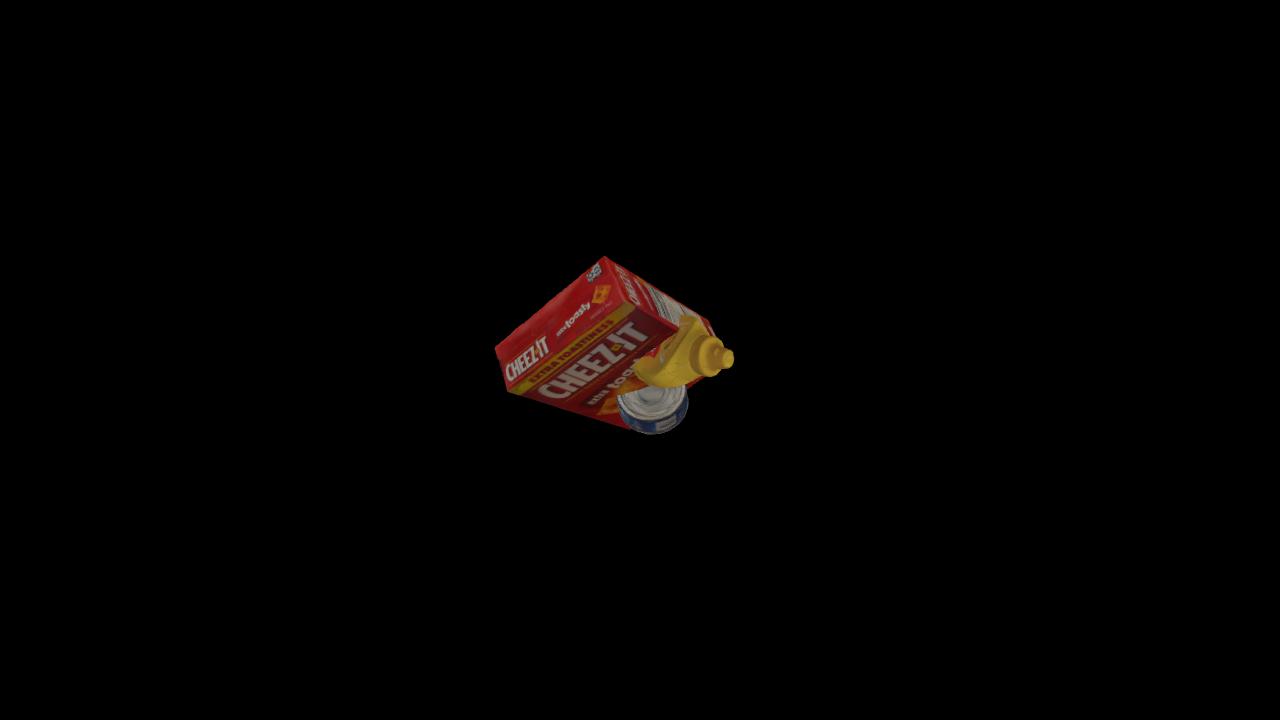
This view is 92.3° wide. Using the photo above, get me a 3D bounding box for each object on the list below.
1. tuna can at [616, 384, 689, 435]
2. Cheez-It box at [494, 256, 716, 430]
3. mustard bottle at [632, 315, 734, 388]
[{"bbox_3d":[0.014,0.042,0.716,0.084,0.084,0.034,0,-32,7],"label":"tuna can"},{"bbox_3d":[-0.024,-0.007,0.696,0.166,0.071,0.223,-37,-33,20],"label":"Cheez-It box"},{"bbox_3d":[0.027,-0.011,0.674,0.184,0.054,0.092,10,52,46],"label":"mustard bottle"}]
